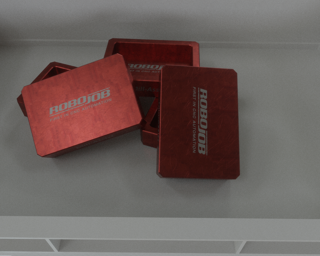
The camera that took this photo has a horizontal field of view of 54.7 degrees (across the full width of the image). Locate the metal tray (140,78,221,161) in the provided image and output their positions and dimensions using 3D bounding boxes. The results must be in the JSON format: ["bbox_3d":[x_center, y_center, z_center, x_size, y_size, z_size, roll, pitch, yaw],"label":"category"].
[{"bbox_3d":[0.038,-0.024,0.420,0.090,0.030,0.130,15,51,12],"label":"metal tray"}]

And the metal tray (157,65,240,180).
[{"bbox_3d":[0.044,-0.006,0.363,0.091,0.030,0.129,3,78,-6],"label":"metal tray"}]

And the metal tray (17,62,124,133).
[{"bbox_3d":[-0.115,-0.042,0.432,0.131,0.030,0.090,15,52,12],"label":"metal tray"}]

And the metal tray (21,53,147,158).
[{"bbox_3d":[-0.092,-0.025,0.376,0.131,0.030,0.090,-19,81,4],"label":"metal tray"}]

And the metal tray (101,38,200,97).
[{"bbox_3d":[-0.011,-0.085,0.431,0.131,0.030,0.090,3,50,2],"label":"metal tray"}]
